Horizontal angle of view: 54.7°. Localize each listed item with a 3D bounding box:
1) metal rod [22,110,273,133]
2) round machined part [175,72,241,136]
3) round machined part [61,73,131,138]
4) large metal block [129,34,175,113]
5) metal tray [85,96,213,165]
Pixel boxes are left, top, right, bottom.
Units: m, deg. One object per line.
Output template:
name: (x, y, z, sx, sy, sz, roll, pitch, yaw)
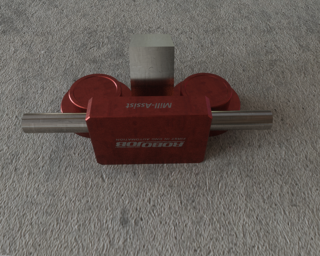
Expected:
metal rod: (-0.014, -0.008, 0.385, 0.302, 0.025, 0.025, -1, 50, -1)
round machined part: (0.061, -0.039, 0.426, 0.099, 0.042, 0.098, 0, 50, 0)
round machined part: (-0.085, -0.037, 0.421, 0.099, 0.042, 0.098, 0, 50, 0)
large metal block: (-0.010, -0.072, 0.394, 0.050, 0.079, 0.080, -1, 27, -2)
metal tray: (-0.012, 0.005, 0.358, 0.131, 0.089, 0.030, -1, 50, -1)
